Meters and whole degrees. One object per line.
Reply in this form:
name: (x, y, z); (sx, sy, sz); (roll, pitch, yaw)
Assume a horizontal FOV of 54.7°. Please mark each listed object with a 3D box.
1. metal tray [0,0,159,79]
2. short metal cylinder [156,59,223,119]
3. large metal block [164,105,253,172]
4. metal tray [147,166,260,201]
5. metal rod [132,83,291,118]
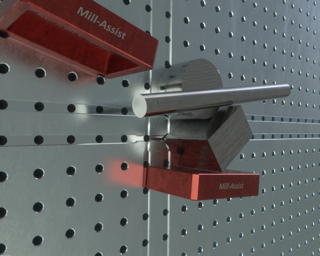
metal tray: (-0.078, -0.090, 0.300); (0.131, 0.090, 0.030); (21, 77, -38)
short metal cylinder: (0.042, -0.052, 0.428); (0.081, 0.050, 0.079); (0, 90, -40)
large metal block: (0.067, 0.012, 0.430); (0.080, 0.080, 0.050); (-42, 116, -32)
metal tray: (0.059, 0.071, 0.416); (0.131, 0.090, 0.030); (7, 86, -40)
metal rod: (0.093, -0.043, 0.421); (0.302, 0.025, 0.025); (-10, 97, -40)
